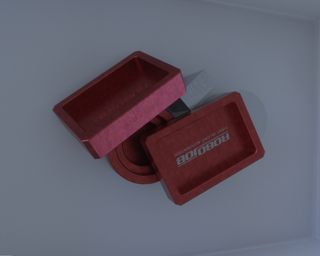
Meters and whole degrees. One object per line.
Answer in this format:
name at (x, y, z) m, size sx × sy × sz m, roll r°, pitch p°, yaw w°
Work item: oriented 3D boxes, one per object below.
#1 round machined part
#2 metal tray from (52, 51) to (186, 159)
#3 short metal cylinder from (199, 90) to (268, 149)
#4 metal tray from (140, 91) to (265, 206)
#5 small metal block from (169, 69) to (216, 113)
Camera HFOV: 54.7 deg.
round machined part at (-0.023, 0.019, 0.394) m, size 0.099 × 0.042 × 0.097 m, roll 0°, pitch 90°, yaw -21°
metal tray at (-0.046, -0.033, 0.356) m, size 0.131 × 0.090 × 0.030 m, roll -38°, pitch 135°, yaw -17°
short metal cylinder at (0.101, -0.011, 0.434) m, size 0.081 × 0.050 × 0.079 m, roll 0°, pitch 90°, yaw -21°
metal tray at (0.053, 0.022, 0.376) m, size 0.131 × 0.030 × 0.090 m, roll -27°, pitch 99°, yaw -14°
small metal block at (0.038, -0.048, 0.410) m, size 0.050 × 0.050 × 0.025 m, roll -45°, pitch 105°, yaw -16°
